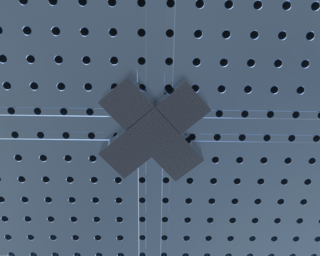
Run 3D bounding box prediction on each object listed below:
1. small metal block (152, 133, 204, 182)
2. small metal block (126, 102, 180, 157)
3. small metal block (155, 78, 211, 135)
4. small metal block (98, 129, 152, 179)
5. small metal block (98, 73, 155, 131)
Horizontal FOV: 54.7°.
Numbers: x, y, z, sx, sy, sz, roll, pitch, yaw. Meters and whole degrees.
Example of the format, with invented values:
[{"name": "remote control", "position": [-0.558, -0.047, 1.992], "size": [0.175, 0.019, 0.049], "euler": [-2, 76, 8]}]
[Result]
[{"name": "small metal block", "position": [0.024, 0.037, 0.427], "size": [0.050, 0.025, 0.050], "euler": [-39, 106, 13]}, {"name": "small metal block", "position": [-0.009, 0.002, 0.413], "size": [0.050, 0.025, 0.050], "euler": [-39, 106, 13]}, {"name": "small metal block", "position": [0.030, -0.029, 0.403], "size": [0.050, 0.025, 0.050], "euler": [-39, 106, 13]}, {"name": "small metal block", "position": [-0.047, 0.033, 0.425], "size": [0.050, 0.025, 0.050], "euler": [-39, 106, 13]}, {"name": "small metal block", "position": [-0.042, -0.034, 0.400], "size": [0.050, 0.025, 0.050], "euler": [-39, 106, 13]}]
